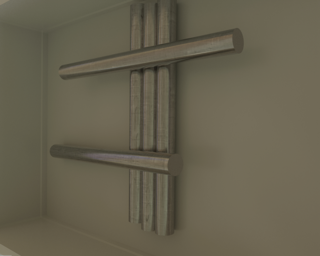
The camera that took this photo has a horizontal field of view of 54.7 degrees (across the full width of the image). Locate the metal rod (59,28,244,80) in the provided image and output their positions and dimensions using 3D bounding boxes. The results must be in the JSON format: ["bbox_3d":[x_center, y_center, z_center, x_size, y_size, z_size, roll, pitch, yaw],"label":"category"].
[{"bbox_3d":[-0.037,-0.088,0.403,0.300,0.025,0.025,1,91,40],"label":"metal rod"}]

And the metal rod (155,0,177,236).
[{"bbox_3d":[0.008,-0.014,0.398,0.025,0.025,0.298,1,91,40],"label":"metal rod"}]

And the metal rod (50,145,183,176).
[{"bbox_3d":[-0.085,0.041,0.452,0.300,0.025,0.025,0,90,47],"label":"metal rod"}]

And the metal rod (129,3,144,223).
[{"bbox_3d":[-0.030,-0.020,0.431,0.025,0.025,0.298,1,91,40],"label":"metal rod"}]

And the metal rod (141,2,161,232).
[{"bbox_3d":[-0.011,-0.014,0.415,0.025,0.025,0.298,1,91,40],"label":"metal rod"}]
